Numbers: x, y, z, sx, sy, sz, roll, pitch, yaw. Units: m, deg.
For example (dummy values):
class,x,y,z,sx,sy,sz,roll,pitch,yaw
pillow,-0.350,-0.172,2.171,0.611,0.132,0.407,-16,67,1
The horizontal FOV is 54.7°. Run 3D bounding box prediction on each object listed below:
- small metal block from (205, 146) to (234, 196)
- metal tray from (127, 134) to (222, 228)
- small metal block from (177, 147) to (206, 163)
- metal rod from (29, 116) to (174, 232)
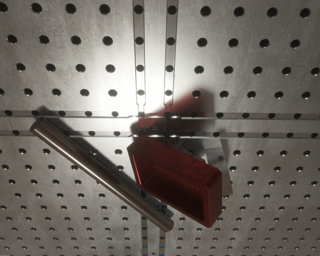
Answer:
class,x,y,z,sx,sy,sz,roll,pitch,yaw
small metal block,0.086,0.064,0.451,0.025,0.050,0.050,-13,129,8
metal tray,0.019,0.070,0.418,0.130,0.030,0.089,23,140,33
small metal block,0.044,0.061,0.445,0.025,0.050,0.050,-41,130,-21
metal rod,-0.073,0.086,0.483,0.025,0.025,0.300,-29,125,22
